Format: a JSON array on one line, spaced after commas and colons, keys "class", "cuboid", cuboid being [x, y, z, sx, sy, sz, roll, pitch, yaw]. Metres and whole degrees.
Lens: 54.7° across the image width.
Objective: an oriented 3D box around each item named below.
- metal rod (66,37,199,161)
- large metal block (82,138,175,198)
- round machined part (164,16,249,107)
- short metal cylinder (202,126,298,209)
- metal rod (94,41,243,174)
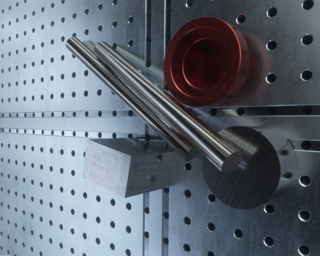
[{"class": "metal rod", "cuboid": [-0.055, -0.057, 0.452, 0.300, 0.025, 0.025, 43, 116, 31]}, {"class": "large metal block", "cuboid": [-0.041, 0.047, 0.405, 0.080, 0.081, 0.050, 16, 100, 38]}, {"class": "round machined part", "cuboid": [0.055, -0.071, 0.352, 0.098, 0.042, 0.097, 0, 90, 39]}, {"class": "short metal cylinder", "cuboid": [0.091, 0.038, 0.317, 0.080, 0.050, 0.079, 0, 90, 39]}, {"class": "metal rod", "cuboid": [-0.013, -0.046, 0.381, 0.300, 0.025, 0.025, 45, 117, 43]}]
